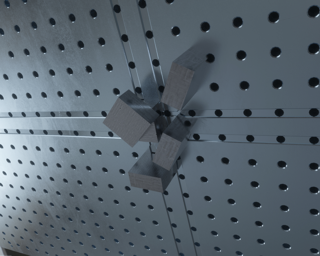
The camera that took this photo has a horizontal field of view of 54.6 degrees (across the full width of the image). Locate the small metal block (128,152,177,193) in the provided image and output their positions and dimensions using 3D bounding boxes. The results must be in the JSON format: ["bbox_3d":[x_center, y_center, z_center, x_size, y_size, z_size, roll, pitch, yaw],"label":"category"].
[{"bbox_3d":[-0.009,0.062,0.439,0.050,0.050,0.025,6,121,25],"label":"small metal block"}]

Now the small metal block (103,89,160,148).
[{"bbox_3d":[-0.037,-0.011,0.392,0.050,0.025,0.050,40,129,1],"label":"small metal block"}]

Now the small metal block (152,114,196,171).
[{"bbox_3d":[0.018,0.018,0.397,0.025,0.050,0.050,28,128,11],"label":"small metal block"}]

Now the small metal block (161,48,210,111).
[{"bbox_3d":[0.028,-0.055,0.347,0.025,0.050,0.050,27,128,12],"label":"small metal block"}]

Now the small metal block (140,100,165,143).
[{"bbox_3d":[-0.024,-0.010,0.418,0.050,0.025,0.050,4,120,26],"label":"small metal block"}]
